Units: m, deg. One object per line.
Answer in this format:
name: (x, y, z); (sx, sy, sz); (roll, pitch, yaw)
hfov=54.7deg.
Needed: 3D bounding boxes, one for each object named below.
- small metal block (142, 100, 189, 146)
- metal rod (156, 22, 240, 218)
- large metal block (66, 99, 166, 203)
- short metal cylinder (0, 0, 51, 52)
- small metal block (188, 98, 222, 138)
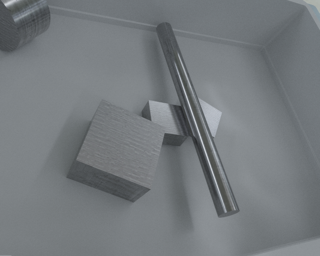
small metal block: (0.006, -0.006, 0.411); (0.050, 0.025, 0.050); (9, 52, -24)
metal rod: (0.041, -0.031, 0.416); (0.025, 0.025, 0.299); (1, 57, -28)
large metal block: (-0.047, 0.027, 0.349); (0.080, 0.050, 0.080); (24, 53, -14)
short metal cylinder: (-0.177, -0.137, 0.359); (0.080, 0.080, 0.050); (39, 51, -3)
small metal block: (0.057, -0.012, 0.445); (0.050, 0.025, 0.050); (31, 51, -9)
